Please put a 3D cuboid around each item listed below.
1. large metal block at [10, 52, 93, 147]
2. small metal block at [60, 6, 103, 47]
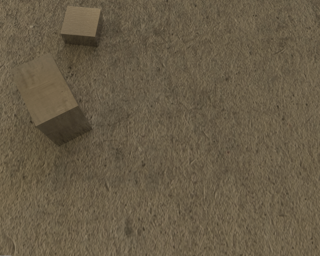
[{"bbox_3d":[-0.133,-0.033,0.389,0.050,0.080,0.080,-28,73,-10],"label":"large metal block"},{"bbox_3d":[-0.115,-0.152,0.462,0.050,0.025,0.050,6,70,1],"label":"small metal block"}]
